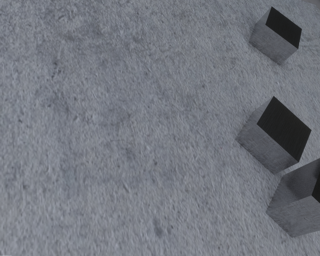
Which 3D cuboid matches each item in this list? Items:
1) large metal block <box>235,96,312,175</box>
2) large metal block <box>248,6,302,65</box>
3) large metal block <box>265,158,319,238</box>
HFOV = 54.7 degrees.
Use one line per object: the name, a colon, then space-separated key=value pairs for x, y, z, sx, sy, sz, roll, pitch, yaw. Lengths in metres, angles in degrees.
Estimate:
large metal block: x=0.176 y=0.011 z=0.479 sx=0.080 sy=0.050 sz=0.080 roll=43 pitch=51 yaw=1
large metal block: x=0.237 y=-0.189 z=0.634 sx=0.080 sy=0.050 sz=0.080 roll=34 pitch=51 yaw=-7
large metal block: x=0.203 y=0.094 z=0.423 sx=0.050 sy=0.080 sz=0.080 roll=44 pitch=51 yaw=2
